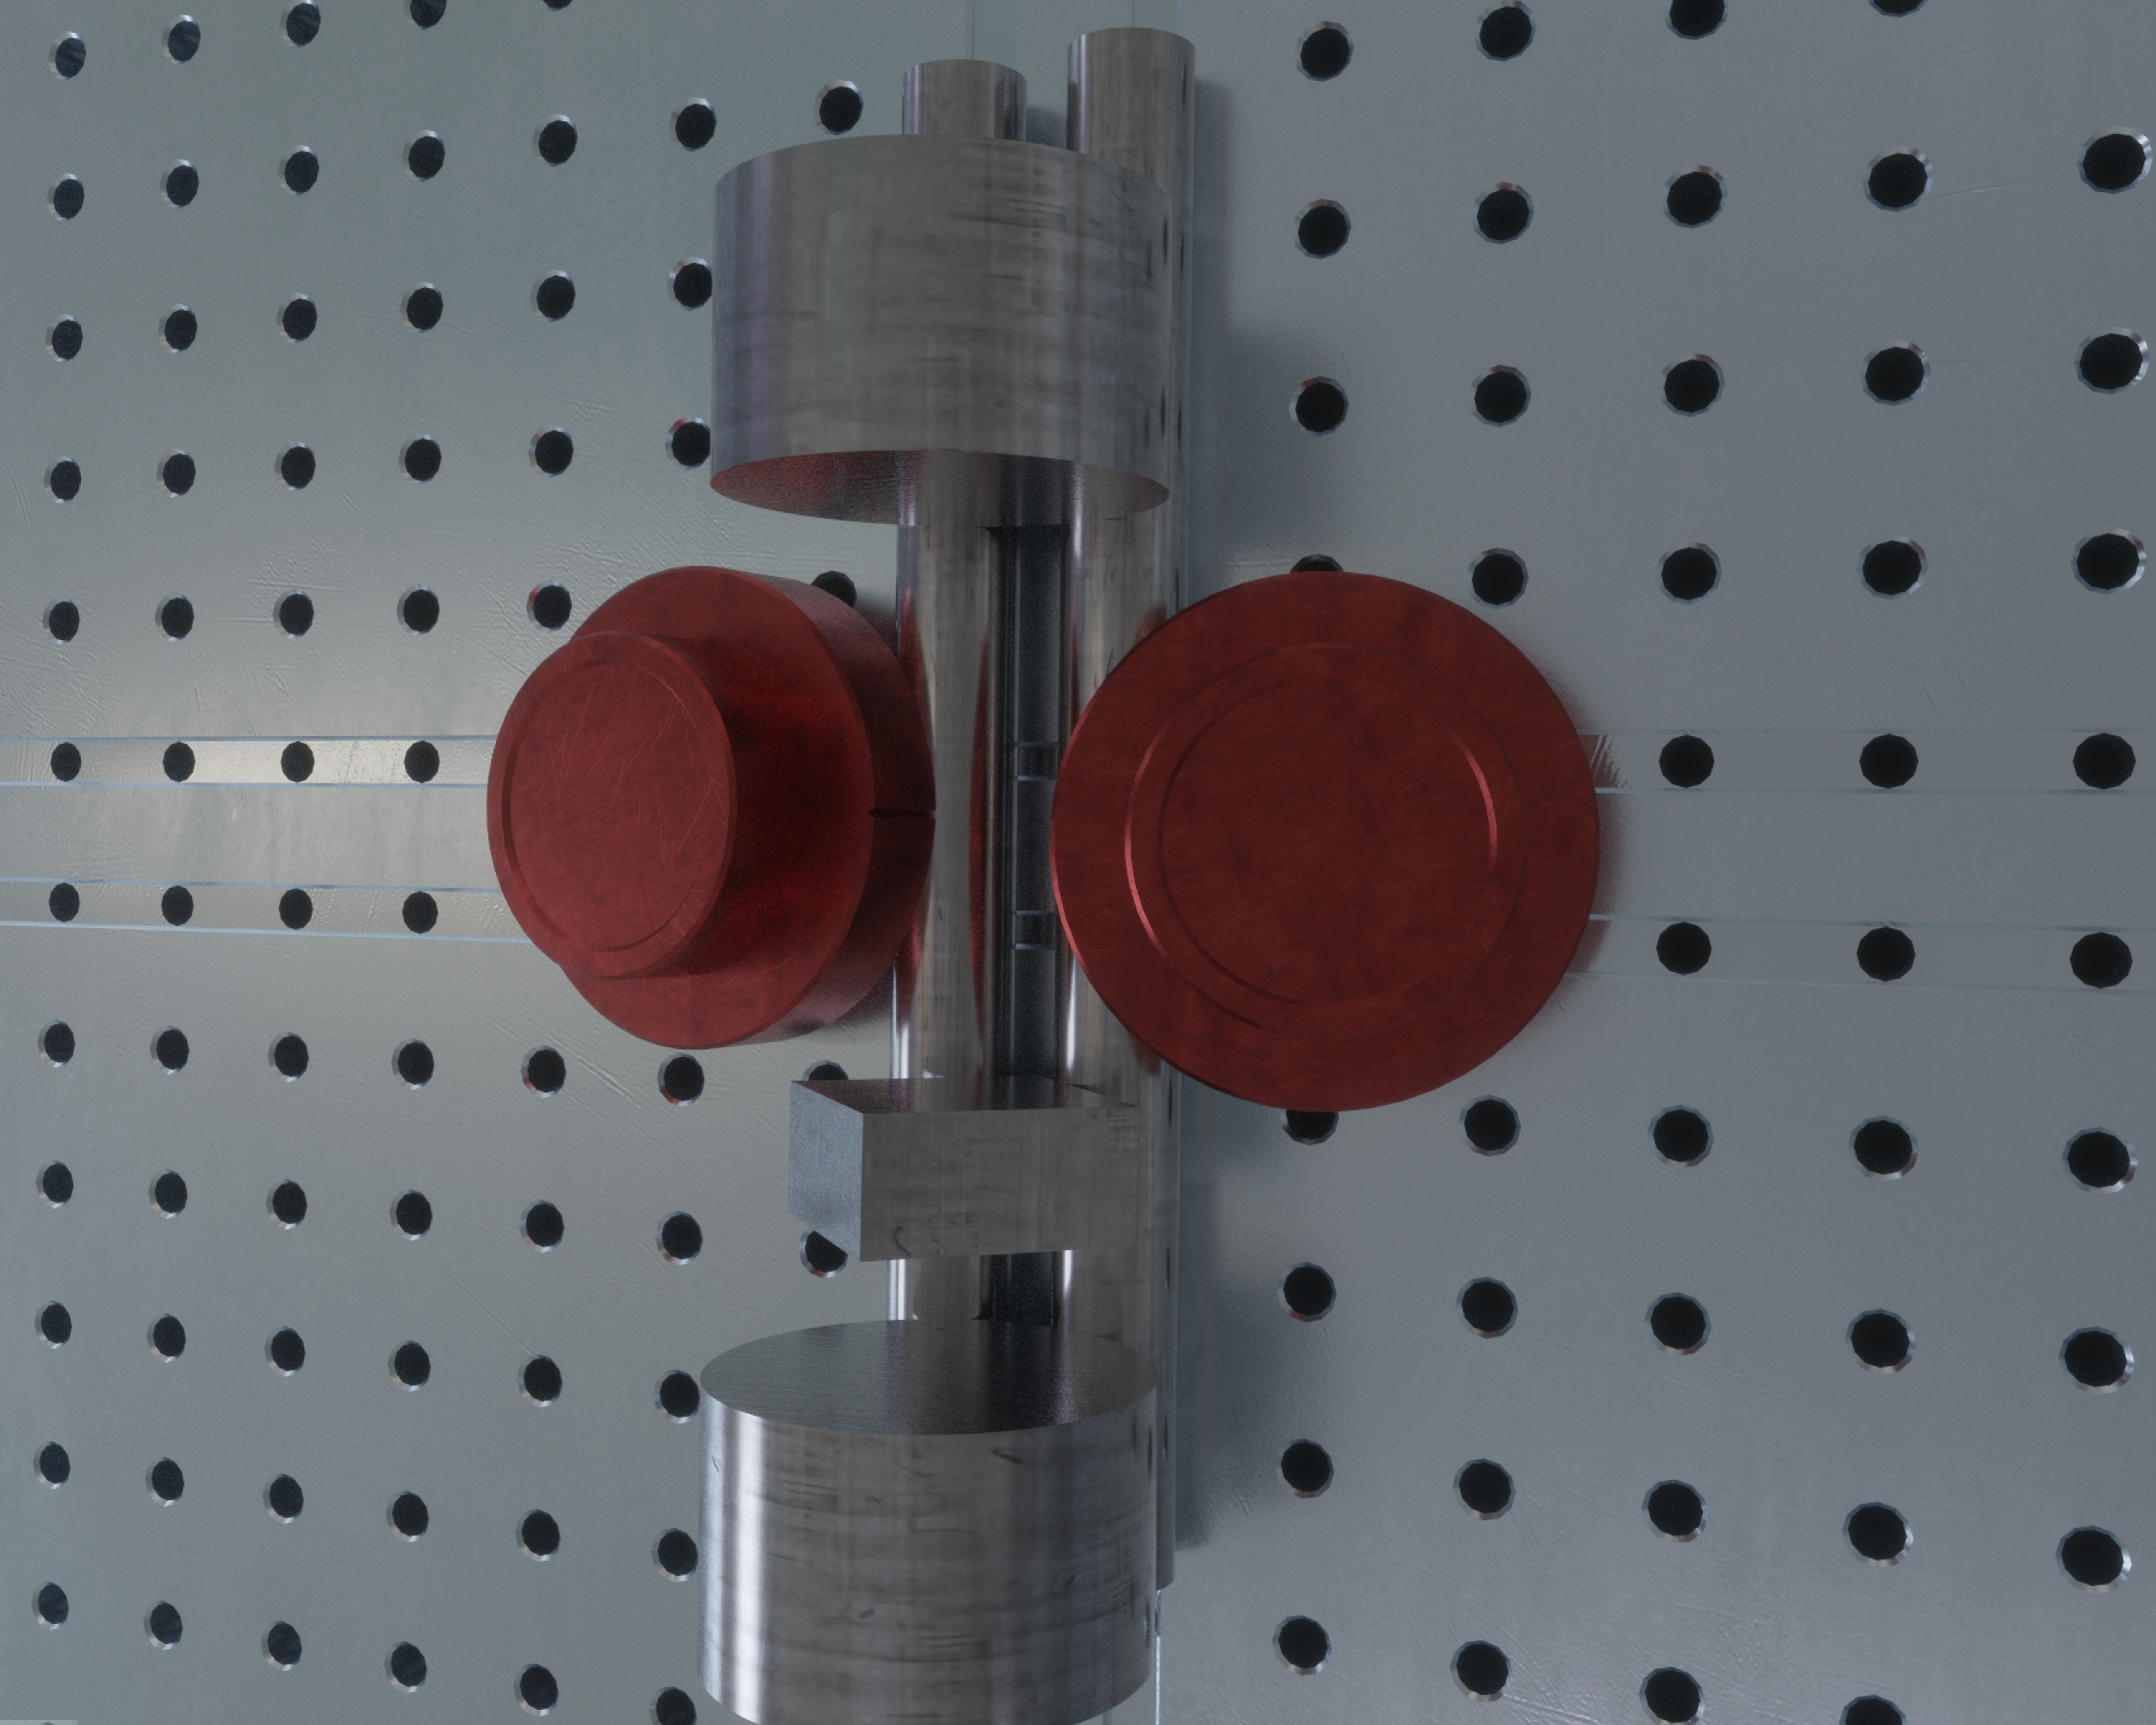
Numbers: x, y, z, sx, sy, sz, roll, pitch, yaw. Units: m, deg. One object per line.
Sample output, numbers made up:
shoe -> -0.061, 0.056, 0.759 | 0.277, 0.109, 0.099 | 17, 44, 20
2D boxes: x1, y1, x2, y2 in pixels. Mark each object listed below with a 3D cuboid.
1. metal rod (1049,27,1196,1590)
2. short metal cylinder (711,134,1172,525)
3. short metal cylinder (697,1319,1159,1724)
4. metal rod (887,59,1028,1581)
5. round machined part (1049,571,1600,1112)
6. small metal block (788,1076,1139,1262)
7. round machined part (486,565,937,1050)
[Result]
metal rod -> 0.009, -0.009, 0.409 | 0.025, 0.025, 0.298 | 1, 90, 20
short metal cylinder -> -0.024, -0.090, 0.368 | 0.080, 0.080, 0.050 | 1, 91, 20
short metal cylinder -> -0.026, 0.115, 0.370 | 0.080, 0.080, 0.050 | 1, 91, 20
metal rod -> -0.025, -0.008, 0.420 | 0.025, 0.025, 0.298 | 1, 90, 20
round machined part -> 0.044, -0.004, 0.374 | 0.099, 0.042, 0.097 | 0, 90, 5
small metal block -> -0.022, 0.055, 0.382 | 0.050, 0.050, 0.025 | 1, 90, -22
round machined part -> -0.080, -0.011, 0.418 | 0.098, 0.042, 0.097 | 0, 90, 34
